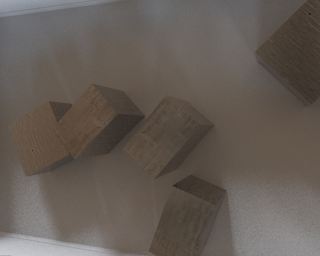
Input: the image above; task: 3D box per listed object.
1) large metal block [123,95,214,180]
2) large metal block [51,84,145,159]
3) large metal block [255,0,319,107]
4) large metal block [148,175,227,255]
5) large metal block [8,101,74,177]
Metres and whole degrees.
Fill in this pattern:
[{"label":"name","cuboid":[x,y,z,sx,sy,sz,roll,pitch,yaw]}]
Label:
[{"label":"large metal block","cuboid":[0.014,0.010,0.376,0.050,0.080,0.080,43,103,15]},{"label":"large metal block","cuboid":[-0.078,-0.007,0.409,0.080,0.080,0.050,-45,76,14]},{"label":"large metal block","cuboid":[0.164,-0.081,0.339,0.080,0.050,0.080,-45,76,14]},{"label":"large metal block","cuboid":[0.036,0.108,0.368,0.050,0.080,0.080,21,97,19]},{"label":"large metal block","cuboid":[-0.162,0.016,0.454,0.080,0.050,0.080,-26,81,18]}]
